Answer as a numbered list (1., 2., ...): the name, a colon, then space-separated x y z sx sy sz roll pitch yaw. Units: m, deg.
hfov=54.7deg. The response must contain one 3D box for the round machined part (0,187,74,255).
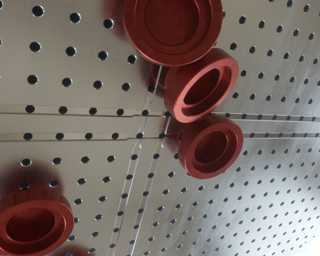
1. round machined part: -0.160 0.113 0.383 0.099 0.042 0.097 -14 125 -21

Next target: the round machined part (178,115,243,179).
1. round machined part: 0.070 0.024 0.455 0.099 0.042 0.097 -14 125 -21

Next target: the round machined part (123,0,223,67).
1. round machined part: 0.011 -0.113 0.321 0.099 0.042 0.097 -1 98 -8

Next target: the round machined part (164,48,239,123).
1. round machined part: 0.045 -0.056 0.378 0.099 0.042 0.098 -29 150 -19
